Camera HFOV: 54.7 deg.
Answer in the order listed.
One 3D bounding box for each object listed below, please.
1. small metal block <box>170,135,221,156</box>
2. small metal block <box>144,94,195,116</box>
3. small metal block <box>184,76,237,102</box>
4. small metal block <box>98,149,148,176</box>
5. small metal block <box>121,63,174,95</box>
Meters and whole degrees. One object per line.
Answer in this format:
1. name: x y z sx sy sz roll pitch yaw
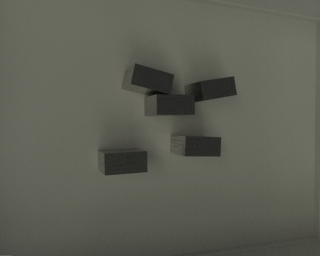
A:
1. small metal block: 0.046 0.023 0.414 0.050 0.050 0.025 2 90 -20
2. small metal block: 0.011 -0.029 0.401 0.050 0.050 0.025 -1 91 -20
3. small metal block: 0.068 -0.051 0.422 0.050 0.050 0.025 -11 94 -20
4. small metal block: -0.047 0.040 0.380 0.050 0.050 0.025 -2 91 -20
5. small metal block: -0.017 -0.058 0.391 0.050 0.050 0.025 13 86 -20
